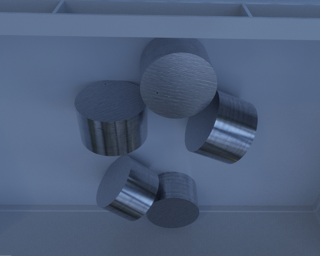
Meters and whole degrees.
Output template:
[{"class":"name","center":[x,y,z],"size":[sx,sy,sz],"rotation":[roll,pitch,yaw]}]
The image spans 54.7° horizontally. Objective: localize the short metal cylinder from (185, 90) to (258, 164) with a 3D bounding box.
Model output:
[{"class":"short metal cylinder","center":[0.071,-0.002,0.372],"size":[0.050,0.080,0.079],"rotation":[19,127,-16]}]

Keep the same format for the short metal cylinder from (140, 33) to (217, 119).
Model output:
[{"class":"short metal cylinder","center":[0.018,-0.057,0.342],"size":[0.081,0.050,0.079],"rotation":[-2,129,-3]}]

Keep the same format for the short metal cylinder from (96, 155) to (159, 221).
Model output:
[{"class":"short metal cylinder","center":[-0.047,0.086,0.446],"size":[0.050,0.080,0.080],"rotation":[34,122,-26]}]

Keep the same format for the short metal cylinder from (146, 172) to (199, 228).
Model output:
[{"class":"short metal cylinder","center":[0.019,0.115,0.491],"size":[0.081,0.050,0.079],"rotation":[0,130,0]}]

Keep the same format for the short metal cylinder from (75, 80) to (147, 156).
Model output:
[{"class":"short metal cylinder","center":[-0.055,-0.013,0.361],"size":[0.081,0.080,0.050],"rotation":[1,130,-2]}]
